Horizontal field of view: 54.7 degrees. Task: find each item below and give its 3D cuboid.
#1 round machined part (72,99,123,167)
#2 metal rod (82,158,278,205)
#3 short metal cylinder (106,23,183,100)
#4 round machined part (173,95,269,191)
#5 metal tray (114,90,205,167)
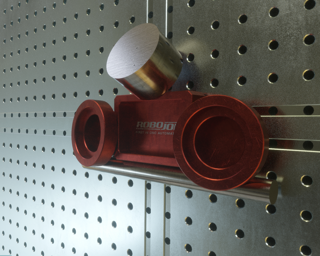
[{"bbox_3d":[-0.090,0.008,0.461,0.098,0.042,0.097,-4,84,48],"label":"round machined part"},{"bbox_3d":[-0.002,0.059,0.405,0.300,0.025,0.025,3,92,39],"label":"metal rod"},{"bbox_3d":[-0.019,-0.082,0.385,0.080,0.050,0.080,-20,52,29],"label":"short metal cylinder"},{"bbox_3d":[0.067,0.015,0.332,0.098,0.042,0.097,-1,88,32],"label":"round machined part"},{"bbox_3d":[-0.005,0.000,0.404,0.130,0.030,0.089,1,91,39],"label":"metal tray"}]
